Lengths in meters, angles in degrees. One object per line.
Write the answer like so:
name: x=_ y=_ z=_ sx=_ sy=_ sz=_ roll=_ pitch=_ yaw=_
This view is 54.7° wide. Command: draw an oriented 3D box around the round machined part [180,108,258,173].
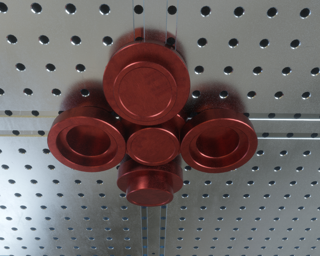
round machined part: x=0.075 y=0.012 z=0.412 sx=0.099 sy=0.042 sz=0.097 roll=-1 pitch=130 yaw=0

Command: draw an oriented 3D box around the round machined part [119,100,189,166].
round machined part: x=-0.009 y=0.012 z=0.410 sx=0.099 sy=0.042 sz=0.097 roll=-1 pitch=130 yaw=0

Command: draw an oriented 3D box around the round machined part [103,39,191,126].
round machined part: x=-0.015 y=-0.046 z=0.346 sx=0.099 sy=0.042 sz=0.097 roll=0 pitch=116 yaw=1

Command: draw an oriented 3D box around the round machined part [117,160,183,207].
round machined part: x=-0.015 y=0.085 z=0.457 sx=0.099 sy=0.042 sz=0.098 roll=0 pitch=145 yaw=0

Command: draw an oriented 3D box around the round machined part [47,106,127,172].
round machined part: x=-0.092 y=0.011 z=0.408 sx=0.099 sy=0.042 sz=0.097 roll=-1 pitch=130 yaw=0
